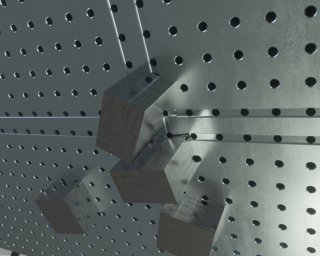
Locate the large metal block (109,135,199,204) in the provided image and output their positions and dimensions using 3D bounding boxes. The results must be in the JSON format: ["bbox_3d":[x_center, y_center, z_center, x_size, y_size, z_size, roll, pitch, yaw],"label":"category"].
[{"bbox_3d":[-0.005,0.054,0.410,0.080,0.080,0.050,-7,115,31],"label":"large metal block"}]

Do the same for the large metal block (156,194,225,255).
[{"bbox_3d":[0.044,0.150,0.463,0.080,0.050,0.079,17,125,18],"label":"large metal block"}]

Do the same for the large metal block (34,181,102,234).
[{"bbox_3d":[-0.169,0.147,0.573,0.080,0.050,0.080,-11,113,32],"label":"large metal block"}]

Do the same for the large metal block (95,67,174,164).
[{"bbox_3d":[-0.030,-0.017,0.380,0.050,0.080,0.079,26,127,12],"label":"large metal block"}]
